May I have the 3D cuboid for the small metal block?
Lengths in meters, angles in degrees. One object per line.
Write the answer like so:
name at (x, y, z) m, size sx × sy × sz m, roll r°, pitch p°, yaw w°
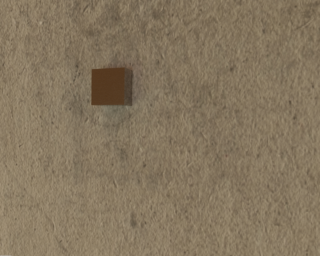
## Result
small metal block at (-0.067, -0.056, 0.431) m, size 0.050 × 0.025 × 0.050 m, roll 1°, pitch 90°, yaw 19°
